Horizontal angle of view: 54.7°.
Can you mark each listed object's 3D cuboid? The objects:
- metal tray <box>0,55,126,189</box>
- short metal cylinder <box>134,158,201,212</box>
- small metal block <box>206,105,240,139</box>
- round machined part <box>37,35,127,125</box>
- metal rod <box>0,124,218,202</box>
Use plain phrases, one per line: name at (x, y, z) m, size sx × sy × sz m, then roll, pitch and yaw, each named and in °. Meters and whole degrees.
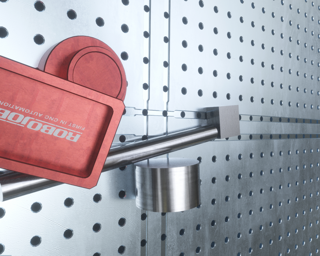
metal tray at (-0.108, -0.005, 0.280) m, size 0.131 × 0.030 × 0.090 m, roll 19°, pitch 92°, yaw -23°
short metal cylinder at (0.009, 0.067, 0.383) m, size 0.081 × 0.080 × 0.050 m, roll -4°, pitch 93°, yaw -40°
small metal block at (0.102, -0.011, 0.498) m, size 0.050 × 0.025 × 0.050 m, roll -8°, pitch 95°, yaw -40°
round machined part at (-0.076, -0.051, 0.335) m, size 0.099 × 0.042 × 0.097 m, roll -1°, pitch 91°, yaw -40°
metal rod at (-0.035, 0.031, 0.381) m, size 0.302 × 0.025 × 0.025 m, roll -12°, pitch 98°, yaw -40°
